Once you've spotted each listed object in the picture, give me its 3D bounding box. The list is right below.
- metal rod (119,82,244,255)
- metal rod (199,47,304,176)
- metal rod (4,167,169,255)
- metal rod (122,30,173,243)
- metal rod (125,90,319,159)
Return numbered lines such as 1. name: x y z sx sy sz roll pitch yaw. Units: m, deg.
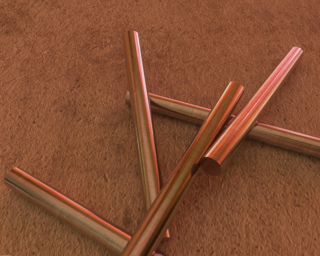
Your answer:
1. metal rod: 0.027 0.048 0.327 0.025 0.025 0.301 23 53 18
2. metal rod: 0.137 -0.041 0.411 0.025 0.025 0.302 28 47 21
3. metal rod: -0.038 0.114 0.306 0.301 0.025 0.025 24 54 19
4. metal rod: -0.022 -0.013 0.388 0.025 0.025 0.299 -7 58 -6
5. metal rod: 0.097 -0.004 0.407 0.301 0.025 0.025 16 52 13
